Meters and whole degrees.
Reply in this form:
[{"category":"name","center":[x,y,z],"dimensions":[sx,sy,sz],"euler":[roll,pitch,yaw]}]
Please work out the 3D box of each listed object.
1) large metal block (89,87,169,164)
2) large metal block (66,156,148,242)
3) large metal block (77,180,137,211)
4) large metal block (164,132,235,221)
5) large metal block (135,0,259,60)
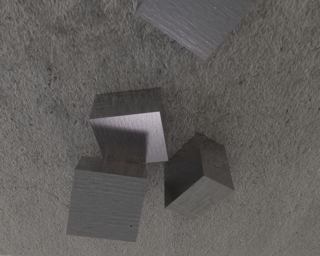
[{"category":"large metal block","center":[-0.035,0.000,0.390],"dimensions":[0.080,0.050,0.080],"euler":[-6,130,5]},{"category":"large metal block","center":[-0.063,0.084,0.375],"dimensions":[0.081,0.050,0.079],"euler":[9,101,-7]},{"category":"large metal block","center":[-0.076,0.099,0.449],"dimensions":[0.081,0.080,0.050],"euler":[8,120,-7]},{"category":"large metal block","center":[0.050,0.066,0.428],"dimensions":[0.050,0.080,0.080],"euler":[28,125,-22]},{"category":"large metal block","center":[0.034,-0.124,0.285],"dimensions":[0.080,0.050,0.080],"euler":[28,125,-22]}]
